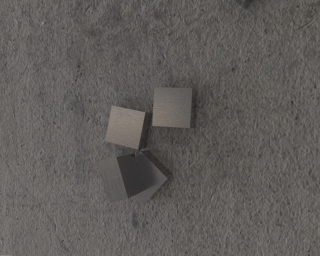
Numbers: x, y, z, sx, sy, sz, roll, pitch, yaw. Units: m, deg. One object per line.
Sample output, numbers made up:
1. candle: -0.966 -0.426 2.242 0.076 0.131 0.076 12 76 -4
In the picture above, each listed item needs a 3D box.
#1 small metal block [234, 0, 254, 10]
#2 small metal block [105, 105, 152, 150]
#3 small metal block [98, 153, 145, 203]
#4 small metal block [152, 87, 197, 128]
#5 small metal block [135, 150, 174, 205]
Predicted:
1. small metal block: 0.101 -0.182 0.373 0.050 0.025 0.050 46 104 14
2. small metal block: -0.043 -0.001 0.424 0.050 0.025 0.050 13 94 19
3. small metal block: -0.046 0.061 0.385 0.025 0.050 0.050 -19 84 19
4. small metal block: 0.019 -0.026 0.402 0.050 0.025 0.050 4 91 20
5. small metal block: -0.019 0.066 0.416 0.050 0.025 0.050 44 104 14
